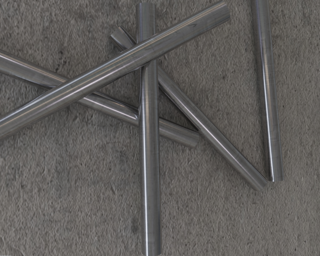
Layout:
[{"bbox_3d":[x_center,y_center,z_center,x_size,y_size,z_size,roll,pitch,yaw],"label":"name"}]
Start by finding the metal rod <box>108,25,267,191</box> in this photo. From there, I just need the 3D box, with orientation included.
[{"bbox_3d":[0.046,-0.018,0.425,0.300,0.025,0.025,45,76,-15],"label":"metal rod"}]

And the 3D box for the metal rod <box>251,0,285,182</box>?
[{"bbox_3d":[0.162,-0.069,0.468,0.025,0.025,0.298,-7,92,-20],"label":"metal rod"}]

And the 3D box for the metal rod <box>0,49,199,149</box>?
[{"bbox_3d":[-0.085,-0.037,0.377,0.302,0.025,0.025,22,83,-19],"label":"metal rod"}]

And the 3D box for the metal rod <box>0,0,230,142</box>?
[{"bbox_3d":[-0.059,-0.062,0.346,0.301,0.025,0.025,-29,100,-3],"label":"metal rod"}]

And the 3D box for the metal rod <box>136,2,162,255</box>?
[{"bbox_3d":[-0.013,0.002,0.376,0.025,0.025,0.298,-2,91,-20],"label":"metal rod"}]
